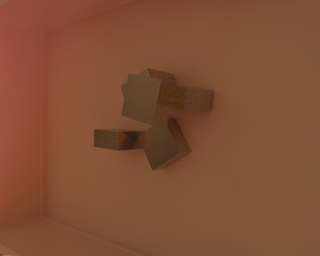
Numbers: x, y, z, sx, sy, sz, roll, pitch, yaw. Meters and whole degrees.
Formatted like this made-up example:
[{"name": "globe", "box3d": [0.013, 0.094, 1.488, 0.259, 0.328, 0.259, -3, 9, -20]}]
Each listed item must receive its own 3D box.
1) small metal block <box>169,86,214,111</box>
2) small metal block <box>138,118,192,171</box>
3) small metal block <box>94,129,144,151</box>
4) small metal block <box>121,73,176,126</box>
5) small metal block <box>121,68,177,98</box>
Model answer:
[{"name": "small metal block", "box3d": [0.029, -0.035, 0.367, 0.050, 0.050, 0.025, 10, 97, 39]}, {"name": "small metal block", "box3d": [0.005, 0.021, 0.403, 0.050, 0.025, 0.050, -37, 67, 34]}, {"name": "small metal block", "box3d": [-0.057, 0.015, 0.438, 0.050, 0.050, 0.025, 5, 93, 40]}, {"name": "small metal block", "box3d": [-0.014, -0.033, 0.353, 0.050, 0.025, 0.050, 18, 102, 38]}, {"name": "small metal block", "box3d": [-0.013, -0.051, 0.402, 0.050, 0.050, 0.025, -25, 74, 37]}]
